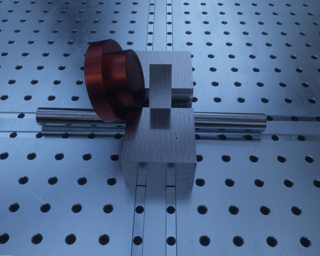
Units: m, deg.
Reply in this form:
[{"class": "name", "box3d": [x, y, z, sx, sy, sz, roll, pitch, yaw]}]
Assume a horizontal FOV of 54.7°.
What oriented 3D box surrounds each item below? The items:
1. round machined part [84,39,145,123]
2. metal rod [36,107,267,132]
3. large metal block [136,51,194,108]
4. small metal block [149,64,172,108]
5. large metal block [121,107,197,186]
[{"class": "round machined part", "box3d": [-0.048, -0.057, 0.370, 0.042, 0.098, 0.098, -6, 49, 14]}, {"class": "metal rod", "box3d": [-0.012, -0.011, 0.417, 0.302, 0.025, 0.025, 2, 50, 1]}, {"class": "large metal block", "box3d": [0.004, -0.066, 0.447, 0.081, 0.050, 0.080, 1, 50, 0]}, {"class": "small metal block", "box3d": [0.001, -0.050, 0.376, 0.025, 0.050, 0.050, 1, 6, 0]}, {"class": "large metal block", "box3d": [0.000, 0.022, 0.373, 0.080, 0.050, 0.080, 1, 50, 1]}]
